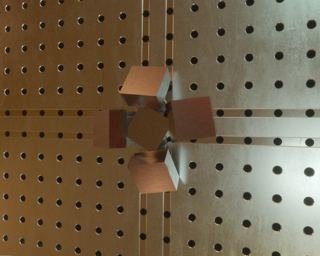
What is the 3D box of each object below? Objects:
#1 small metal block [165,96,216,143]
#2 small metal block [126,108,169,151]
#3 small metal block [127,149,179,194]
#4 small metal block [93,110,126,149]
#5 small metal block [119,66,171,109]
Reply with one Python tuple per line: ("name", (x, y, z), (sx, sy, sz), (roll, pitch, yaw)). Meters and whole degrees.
("small metal block", (0.038, -0.010, 0.386), (0.050, 0.025, 0.050), (-8, 86, -16))
("small metal block", (-0.012, 0.001, 0.415), (0.050, 0.025, 0.050), (33, 100, 16))
("small metal block", (-0.008, 0.057, 0.401), (0.050, 0.025, 0.050), (-10, 123, 19))
("small metal block", (-0.069, 0.001, 0.423), (0.050, 0.025, 0.050), (0, 90, 54))
("small metal block", (-0.018, -0.054, 0.405), (0.050, 0.025, 0.050), (7, 56, 20))
